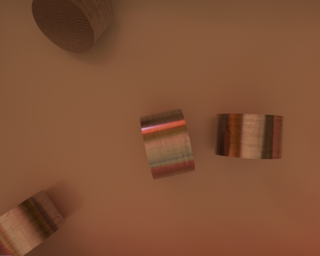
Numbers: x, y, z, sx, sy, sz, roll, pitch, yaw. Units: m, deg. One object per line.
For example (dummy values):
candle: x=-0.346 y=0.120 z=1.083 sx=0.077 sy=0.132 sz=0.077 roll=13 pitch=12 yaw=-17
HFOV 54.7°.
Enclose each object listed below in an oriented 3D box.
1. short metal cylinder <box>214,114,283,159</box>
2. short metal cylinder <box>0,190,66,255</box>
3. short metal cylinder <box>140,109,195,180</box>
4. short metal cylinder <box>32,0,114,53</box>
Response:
short metal cylinder: x=0.109 y=0.009 z=0.385 sx=0.081 sy=0.080 sz=0.050 roll=2 pitch=90 yaw=0
short metal cylinder: x=-0.166 y=0.121 z=0.383 sx=0.080 sy=0.080 sz=0.050 roll=-34 pitch=90 yaw=0
short metal cylinder: x=0.009 y=0.020 z=0.384 sx=0.050 sy=0.080 sz=0.080 roll=-13 pitch=90 yaw=0
short metal cylinder: x=-0.104 y=-0.139 z=0.376 sx=0.080 sy=0.080 sz=0.050 roll=26 pitch=57 yaw=0
